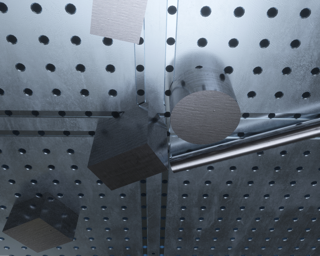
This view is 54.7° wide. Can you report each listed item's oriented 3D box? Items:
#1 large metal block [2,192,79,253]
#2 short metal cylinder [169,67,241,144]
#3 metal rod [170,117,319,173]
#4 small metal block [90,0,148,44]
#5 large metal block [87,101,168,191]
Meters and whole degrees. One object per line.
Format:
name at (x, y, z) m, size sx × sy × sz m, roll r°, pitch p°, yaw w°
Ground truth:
large metal block at (-0.202, 0.164, 0.532) m, size 0.080 × 0.050 × 0.080 m, roll -24°, pitch 127°, yaw 18°
short metal cylinder at (0.052, -0.026, 0.374) m, size 0.081 × 0.050 × 0.079 m, roll 0°, pitch 130°, yaw 0°
metal rod at (0.160, 0.014, 0.426) m, size 0.301 × 0.025 × 0.025 m, roll -16°, pitch 129°, yaw 13°
small metal block at (-0.041, -0.118, 0.311) m, size 0.050 × 0.025 × 0.050 m, roll 10°, pitch 130°, yaw -9°
large metal block at (-0.038, 0.022, 0.394) m, size 0.080 × 0.080 × 0.050 m, roll -22°, pitch 127°, yaw 17°
